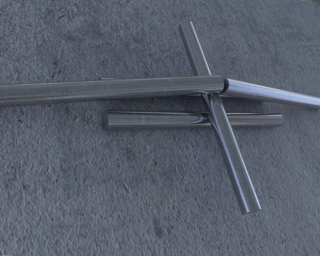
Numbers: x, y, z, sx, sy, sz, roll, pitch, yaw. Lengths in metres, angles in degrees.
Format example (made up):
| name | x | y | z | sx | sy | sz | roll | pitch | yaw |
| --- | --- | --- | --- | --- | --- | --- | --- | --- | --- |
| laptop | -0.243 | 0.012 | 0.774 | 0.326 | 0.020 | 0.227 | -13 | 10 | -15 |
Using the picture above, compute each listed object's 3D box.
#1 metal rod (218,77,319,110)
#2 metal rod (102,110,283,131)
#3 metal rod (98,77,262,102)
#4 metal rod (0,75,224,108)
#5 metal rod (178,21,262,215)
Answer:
| name | x | y | z | sx | sy | sz | roll | pitch | yaw |
| --- | --- | --- | --- | --- | --- | --- | --- | --- | --- |
| metal rod | 0.202 | -0.053 | 0.517 | 0.302 | 0.025 | 0.025 | 2 | 60 | -39 |
| metal rod | 0.065 | -0.011 | 0.449 | 0.303 | 0.025 | 0.025 | -1 | 62 | -29 |
| metal rod | 0.054 | -0.055 | 0.469 | 0.303 | 0.025 | 0.025 | -1 | 62 | -29 |
| metal rod | -0.060 | -0.046 | 0.370 | 0.303 | 0.025 | 0.025 | -6 | 65 | -21 |
| metal rod | 0.076 | -0.030 | 0.435 | 0.025 | 0.025 | 0.299 | 0 | 62 | -29 |
